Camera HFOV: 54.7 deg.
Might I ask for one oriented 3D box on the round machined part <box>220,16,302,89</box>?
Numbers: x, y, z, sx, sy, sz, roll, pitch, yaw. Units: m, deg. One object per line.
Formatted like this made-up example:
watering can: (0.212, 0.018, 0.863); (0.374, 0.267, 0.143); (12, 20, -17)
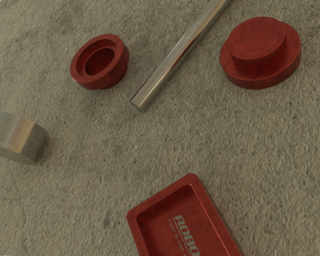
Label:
round machined part: (0.123, -0.100, 0.389); (0.098, 0.042, 0.098); (-13, 56, 20)

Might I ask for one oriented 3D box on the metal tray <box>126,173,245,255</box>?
metal tray: (0.028, 0.122, 0.310); (0.090, 0.030, 0.130); (-33, 52, 6)

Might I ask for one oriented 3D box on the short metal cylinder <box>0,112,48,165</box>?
short metal cylinder: (-0.219, 0.017, 0.470); (0.080, 0.080, 0.050); (3, 63, 29)

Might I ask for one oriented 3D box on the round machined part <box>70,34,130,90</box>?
round machined part: (-0.092, -0.101, 0.502); (0.098, 0.042, 0.098); (-13, 56, 20)

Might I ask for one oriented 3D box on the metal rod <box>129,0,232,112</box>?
metal rod: (0.057, -0.147, 0.462); (0.025, 0.025, 0.300); (30, 78, 37)
